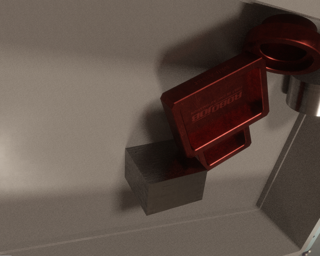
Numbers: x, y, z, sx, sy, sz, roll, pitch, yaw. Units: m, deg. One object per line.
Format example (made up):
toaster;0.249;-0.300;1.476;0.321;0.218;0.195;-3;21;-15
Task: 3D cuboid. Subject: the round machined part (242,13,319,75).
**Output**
round machined part;0.157;-0.107;0.391;0.099;0.098;0.042;24;79;-37

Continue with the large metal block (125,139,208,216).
large metal block;0.005;0.061;0.415;0.081;0.080;0.050;-10;123;-24

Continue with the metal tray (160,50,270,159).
metal tray;0.074;-0.029;0.389;0.131;0.030;0.090;-28;129;-11

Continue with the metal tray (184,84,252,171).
metal tray;0.080;-0.006;0.447;0.090;0.030;0.129;-30;129;-10

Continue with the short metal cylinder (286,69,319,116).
short metal cylinder;0.237;-0.060;0.468;0.081;0.080;0.050;-18;126;-18
